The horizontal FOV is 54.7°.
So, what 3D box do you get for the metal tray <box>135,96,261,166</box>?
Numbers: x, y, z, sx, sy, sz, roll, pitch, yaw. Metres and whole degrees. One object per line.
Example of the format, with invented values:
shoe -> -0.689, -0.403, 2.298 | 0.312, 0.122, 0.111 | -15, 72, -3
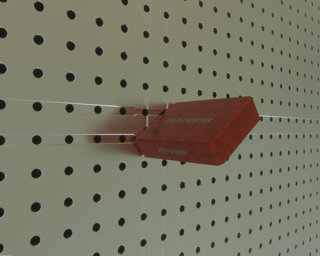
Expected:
metal tray -> 0.042, 0.001, 0.378 | 0.090, 0.130, 0.030 | -42, 116, -32
